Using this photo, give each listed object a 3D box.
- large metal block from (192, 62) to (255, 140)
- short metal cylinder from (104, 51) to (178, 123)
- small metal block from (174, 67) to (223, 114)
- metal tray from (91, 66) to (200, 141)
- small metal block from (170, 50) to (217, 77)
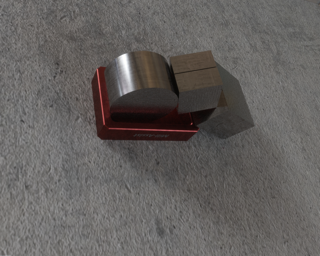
[{"bbox_3d":[0.083,-0.038,0.438,0.080,0.050,0.080,22,49,-48],"label":"large metal block"},{"bbox_3d":[-0.023,-0.046,0.369,0.081,0.080,0.050,1,62,-28],"label":"short metal cylinder"},{"bbox_3d":[0.044,-0.044,0.372,0.050,0.050,0.025,-11,63,-4],"label":"small metal block"},{"bbox_3d":[-0.019,-0.030,0.410,0.131,0.030,0.090,2,61,-27],"label":"metal tray"},{"bbox_3d":[0.039,-0.066,0.383,0.050,0.050,0.025,-11,63,-4],"label":"small metal block"}]
